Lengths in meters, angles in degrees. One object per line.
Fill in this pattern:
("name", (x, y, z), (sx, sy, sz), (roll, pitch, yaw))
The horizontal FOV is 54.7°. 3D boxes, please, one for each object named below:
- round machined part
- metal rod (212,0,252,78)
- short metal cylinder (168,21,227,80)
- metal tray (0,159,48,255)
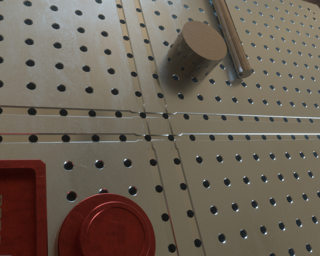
("round machined part", (-0.049, 0.111, 0.303), (0.099, 0.042, 0.098), (14, 56, -21))
("metal rod", (0.125, -0.226, 0.612), (0.025, 0.025, 0.299), (4, 60, -27))
("short metal cylinder", (0.060, -0.125, 0.500), (0.081, 0.050, 0.080), (14, 56, -21))
("metal tray", (-0.147, 0.093, 0.268), (0.091, 0.030, 0.130), (2, 61, -27))
